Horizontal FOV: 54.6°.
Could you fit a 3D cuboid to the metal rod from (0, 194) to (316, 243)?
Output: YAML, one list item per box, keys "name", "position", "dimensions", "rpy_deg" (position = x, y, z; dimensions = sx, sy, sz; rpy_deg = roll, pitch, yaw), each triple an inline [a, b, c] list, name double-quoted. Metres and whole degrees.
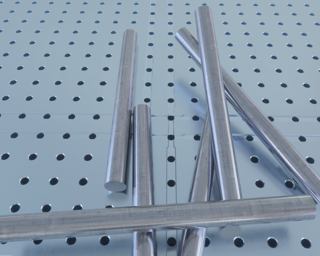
- name: "metal rod"
  position: [-0.002, 0.087, 0.300]
  dimensions: [0.302, 0.025, 0.025]
  rpy_deg: [-3, 50, -3]

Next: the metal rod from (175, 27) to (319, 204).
- name: "metal rod"
  position: [0.108, -0.033, 0.410]
  dimensions: [0.025, 0.025, 0.299]
  rpy_deg: [-24, 62, -19]

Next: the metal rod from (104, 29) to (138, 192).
- name: "metal rod"
  position: [-0.051, -0.048, 0.448]
  dimensions: [0.025, 0.025, 0.300]
  rpy_deg: [0, 50, 0]

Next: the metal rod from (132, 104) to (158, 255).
- name: "metal rod"
  position: [-0.017, 0.090, 0.331]
  dimensions: [0.025, 0.025, 0.300]
  rpy_deg: [-2, 50, -2]

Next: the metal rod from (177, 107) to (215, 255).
- name: "metal rod"
  position: [0.053, 0.049, 0.367]
  dimensions: [0.025, 0.025, 0.300]
  rpy_deg: [10, 51, 9]

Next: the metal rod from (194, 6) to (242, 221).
- name: "metal rod"
  position: [0.070, -0.034, 0.389]
  dimensions: [0.025, 0.025, 0.299]
  rpy_deg: [-2, 65, -2]
